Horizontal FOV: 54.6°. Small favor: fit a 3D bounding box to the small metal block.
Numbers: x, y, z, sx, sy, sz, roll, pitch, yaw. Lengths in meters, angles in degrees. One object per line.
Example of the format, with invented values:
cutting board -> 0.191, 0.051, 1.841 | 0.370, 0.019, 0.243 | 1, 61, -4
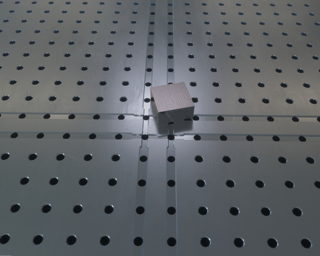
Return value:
small metal block -> 0.016, -0.036, 0.438 | 0.050, 0.025, 0.050 | -10, 51, -9
